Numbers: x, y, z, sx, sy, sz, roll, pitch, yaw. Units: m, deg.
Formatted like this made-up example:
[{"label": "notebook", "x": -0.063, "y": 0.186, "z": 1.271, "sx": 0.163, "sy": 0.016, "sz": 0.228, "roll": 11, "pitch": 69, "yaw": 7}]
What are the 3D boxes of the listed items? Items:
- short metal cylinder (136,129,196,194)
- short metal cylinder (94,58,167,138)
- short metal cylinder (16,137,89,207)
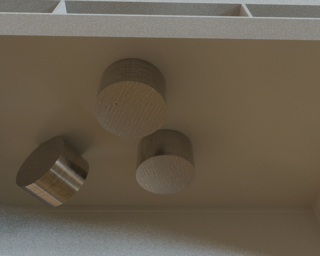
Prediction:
[{"label": "short metal cylinder", "x": 0.008, "y": 0.048, "z": 0.434, "sx": 0.081, "sy": 0.050, "sz": 0.079, "roll": 0, "pitch": 130, "yaw": 0}, {"label": "short metal cylinder", "x": -0.033, "y": -0.034, "z": 0.363, "sx": 0.081, "sy": 0.050, "sz": 0.079, "roll": 0, "pitch": 130, "yaw": 0}, {"label": "short metal cylinder", "x": -0.145, "y": 0.059, "z": 0.421, "sx": 0.080, "sy": 0.080, "sz": 0.050, "roll": -25, "pitch": 126, "yaw": 19}]
